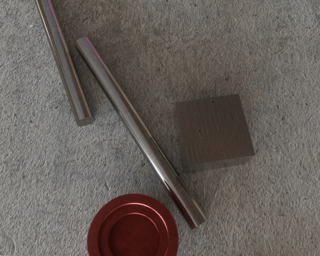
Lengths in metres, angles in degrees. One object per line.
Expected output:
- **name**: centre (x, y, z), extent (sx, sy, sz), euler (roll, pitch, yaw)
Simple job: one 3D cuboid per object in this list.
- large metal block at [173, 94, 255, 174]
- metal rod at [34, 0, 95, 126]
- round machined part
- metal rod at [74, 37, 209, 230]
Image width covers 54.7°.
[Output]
- **large metal block**: centre (0.064, 0.008, 0.393), extent (0.081, 0.050, 0.080), euler (-8, 70, -4)
- **metal rod**: centre (-0.155, -0.138, 0.456), extent (0.025, 0.025, 0.299), euler (-21, 72, -8)
- **round machined part**: centre (-0.029, 0.127, 0.352), extent (0.099, 0.042, 0.098), euler (0, 70, -1)
- **metal rod**: centre (-0.033, -0.005, 0.409), extent (0.025, 0.025, 0.299), euler (-31, 73, -11)
